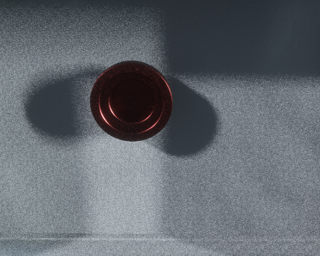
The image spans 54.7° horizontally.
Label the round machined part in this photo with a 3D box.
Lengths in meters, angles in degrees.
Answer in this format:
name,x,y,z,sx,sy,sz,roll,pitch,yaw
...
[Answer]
name,x,y,z,sx,sy,sz,roll,pitch,yaw
round machined part,-0.034,-0.036,0.389,0.099,0.042,0.097,0,110,-1
